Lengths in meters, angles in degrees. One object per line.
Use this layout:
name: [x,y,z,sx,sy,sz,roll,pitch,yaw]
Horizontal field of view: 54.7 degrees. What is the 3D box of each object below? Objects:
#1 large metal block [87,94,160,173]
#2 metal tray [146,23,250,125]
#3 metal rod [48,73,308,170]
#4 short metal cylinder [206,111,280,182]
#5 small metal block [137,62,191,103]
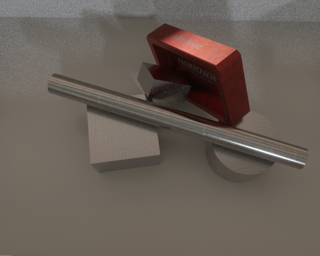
large metal block: [-0.045,0.007,0.392,0.081,0.050,0.080,-7,70,-3]
metal tray: [0.044,-0.066,0.372,0.030,0.090,0.130,-39,45,-14]
metal rod: [0.015,-0.010,0.358,0.301,0.025,0.025,17,71,5]
short metal cylinder: [0.101,0.024,0.387,0.081,0.050,0.080,0,70,0]
small metal block: [0.004,-0.058,0.394,0.050,0.025,0.050,6,32,-26]
